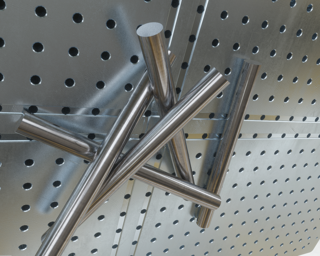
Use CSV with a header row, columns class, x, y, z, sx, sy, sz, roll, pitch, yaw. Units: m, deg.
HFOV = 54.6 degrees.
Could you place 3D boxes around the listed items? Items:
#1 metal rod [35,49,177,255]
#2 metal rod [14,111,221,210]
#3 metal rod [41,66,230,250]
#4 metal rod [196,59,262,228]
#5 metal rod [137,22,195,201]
class,x,y,z,sx,sy,sz,roll,pitch,yaw
metal rod,-0.066,0.042,0.350,0.025,0.025,0.299,34,84,-38
metal rod,-0.031,0.053,0.401,0.301,0.025,0.025,28,103,-30
metal rod,-0.039,0.045,0.361,0.299,0.025,0.025,-44,130,15
metal rod,0.102,0.041,0.490,0.025,0.025,0.298,-4,120,-27
metal rod,0.019,0.008,0.395,0.025,0.025,0.299,-28,137,-11
